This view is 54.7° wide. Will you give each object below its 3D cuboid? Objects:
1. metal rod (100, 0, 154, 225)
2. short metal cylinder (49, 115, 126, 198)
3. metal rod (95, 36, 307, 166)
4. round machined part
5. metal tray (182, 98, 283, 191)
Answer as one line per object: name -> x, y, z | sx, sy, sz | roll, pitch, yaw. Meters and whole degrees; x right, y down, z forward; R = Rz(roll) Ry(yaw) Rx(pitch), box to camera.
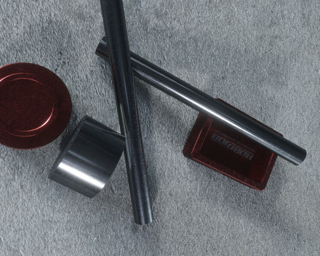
metal rod -> -0.039, -0.025, 0.372 | 0.025, 0.025, 0.298 | -12, 102, -20
short metal cylinder -> -0.082, 0.032, 0.350 | 0.050, 0.080, 0.080 | 32, 80, -17
metal rod -> 0.058, -0.031, 0.401 | 0.301, 0.025, 0.025 | 28, 81, -7
round machined part -> -0.149, -0.025, 0.345 | 0.099, 0.042, 0.097 | 0, 90, -20
metal tray -> 0.108, 0.025, 0.446 | 0.131, 0.030, 0.090 | 27, 81, -18
